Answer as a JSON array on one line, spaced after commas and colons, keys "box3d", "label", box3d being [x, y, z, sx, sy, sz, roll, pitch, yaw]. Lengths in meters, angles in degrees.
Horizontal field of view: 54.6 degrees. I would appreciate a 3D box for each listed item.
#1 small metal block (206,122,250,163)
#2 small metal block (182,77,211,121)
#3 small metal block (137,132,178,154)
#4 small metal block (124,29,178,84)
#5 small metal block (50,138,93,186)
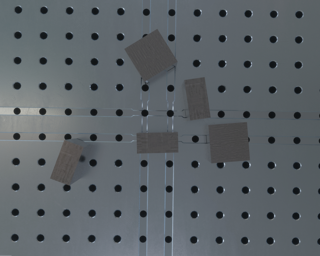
[{"box3d": [0.090, 0.019, 0.414, 0.050, 0.025, 0.050, -5, 90, 0], "label": "small metal block"}, {"box3d": [0.046, -0.036, 0.401, 0.025, 0.050, 0.050, -8, 90, 0], "label": "small metal block"}, {"box3d": [-0.003, 0.018, 0.401, 0.050, 0.050, 0.025, -1, 90, 0], "label": "small metal block"}, {"box3d": [-0.012, -0.094, 0.413, 0.050, 0.025, 0.050, -32, 90, 0], "label": "small metal block"}, {"box3d": [-0.113, 0.042, 0.400, 0.025, 0.050, 0.050, 20, 90, 0], "label": "small metal block"}]
